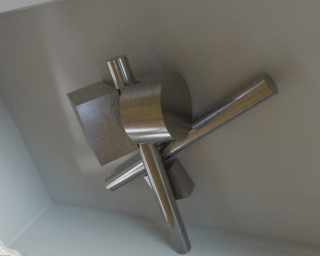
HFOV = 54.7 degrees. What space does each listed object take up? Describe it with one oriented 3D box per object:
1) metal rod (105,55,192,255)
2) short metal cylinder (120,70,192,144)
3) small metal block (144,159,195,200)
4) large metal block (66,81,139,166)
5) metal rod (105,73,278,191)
[{"bbox_3d":[-0.007,0.052,0.408,0.025,0.025,0.298,-5,115,30],"label":"metal rod"},{"bbox_3d":[-0.002,-0.022,0.356,0.050,0.080,0.080,-5,116,29],"label":"short metal cylinder"},{"bbox_3d":[0.014,0.077,0.446,0.050,0.025,0.050,-23,106,36],"label":"small metal block"},{"bbox_3d":[-0.075,-0.009,0.398,0.080,0.050,0.080,34,145,61],"label":"large metal block"},{"bbox_3d":[0.017,0.022,0.409,0.025,0.025,0.299,49,128,-7],"label":"metal rod"}]
